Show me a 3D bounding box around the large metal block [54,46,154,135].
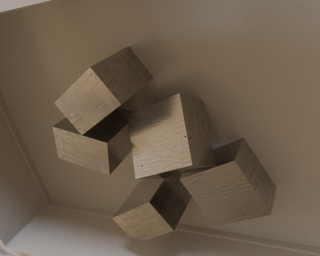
[{"bbox_3d":[-0.067,-0.046,0.378,0.080,0.080,0.050,-32,101,38],"label":"large metal block"}]

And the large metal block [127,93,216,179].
[{"bbox_3d":[0.012,0.014,0.369,0.080,0.050,0.080,-20,71,35],"label":"large metal block"}]

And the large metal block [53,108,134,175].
[{"bbox_3d":[-0.083,0.010,0.421,0.080,0.080,0.050,15,124,19],"label":"large metal block"}]

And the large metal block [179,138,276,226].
[{"bbox_3d":[0.086,0.070,0.390,0.080,0.050,0.080,-27,104,37],"label":"large metal block"}]

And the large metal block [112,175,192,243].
[{"bbox_3d":[-0.008,0.109,0.443,0.080,0.080,0.050,-33,100,38],"label":"large metal block"}]
